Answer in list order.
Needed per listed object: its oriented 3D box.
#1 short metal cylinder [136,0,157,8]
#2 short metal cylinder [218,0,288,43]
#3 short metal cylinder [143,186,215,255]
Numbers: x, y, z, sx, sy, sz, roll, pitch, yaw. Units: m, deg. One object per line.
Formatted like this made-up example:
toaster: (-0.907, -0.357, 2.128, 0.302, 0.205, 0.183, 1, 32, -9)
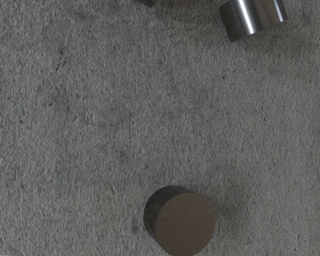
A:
short metal cylinder: (-0.016, -0.195, 0.373, 0.050, 0.080, 0.080, 24, 82, -19)
short metal cylinder: (0.127, -0.157, 0.426, 0.081, 0.080, 0.050, -25, 99, -18)
short metal cylinder: (0.024, 0.119, 0.405, 0.081, 0.050, 0.080, 0, 90, -20)
